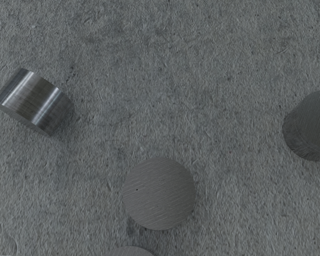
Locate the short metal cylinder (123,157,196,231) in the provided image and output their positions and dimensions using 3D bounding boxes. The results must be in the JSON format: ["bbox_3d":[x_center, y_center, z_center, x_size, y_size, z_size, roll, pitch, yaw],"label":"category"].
[{"bbox_3d":[-0.001,0.079,0.366,0.081,0.050,0.080,0,70,0],"label":"short metal cylinder"}]

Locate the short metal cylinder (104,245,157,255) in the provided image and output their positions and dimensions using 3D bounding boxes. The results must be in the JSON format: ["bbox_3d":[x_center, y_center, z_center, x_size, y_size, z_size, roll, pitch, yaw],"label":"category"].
[{"bbox_3d":[-0.032,0.169,0.333,0.081,0.050,0.080,0,70,0],"label":"short metal cylinder"}]

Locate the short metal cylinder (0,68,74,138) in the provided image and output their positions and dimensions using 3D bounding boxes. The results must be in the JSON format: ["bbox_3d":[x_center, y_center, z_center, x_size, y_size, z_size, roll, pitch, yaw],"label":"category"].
[{"bbox_3d":[-0.158,-0.030,0.389,0.080,0.080,0.050,27,72,9],"label":"short metal cylinder"}]

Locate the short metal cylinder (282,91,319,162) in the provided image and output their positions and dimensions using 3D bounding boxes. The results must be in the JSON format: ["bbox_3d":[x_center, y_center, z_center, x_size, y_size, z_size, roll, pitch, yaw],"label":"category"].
[{"bbox_3d":[0.207,-0.002,0.397,0.081,0.050,0.080,0,70,0],"label":"short metal cylinder"}]
